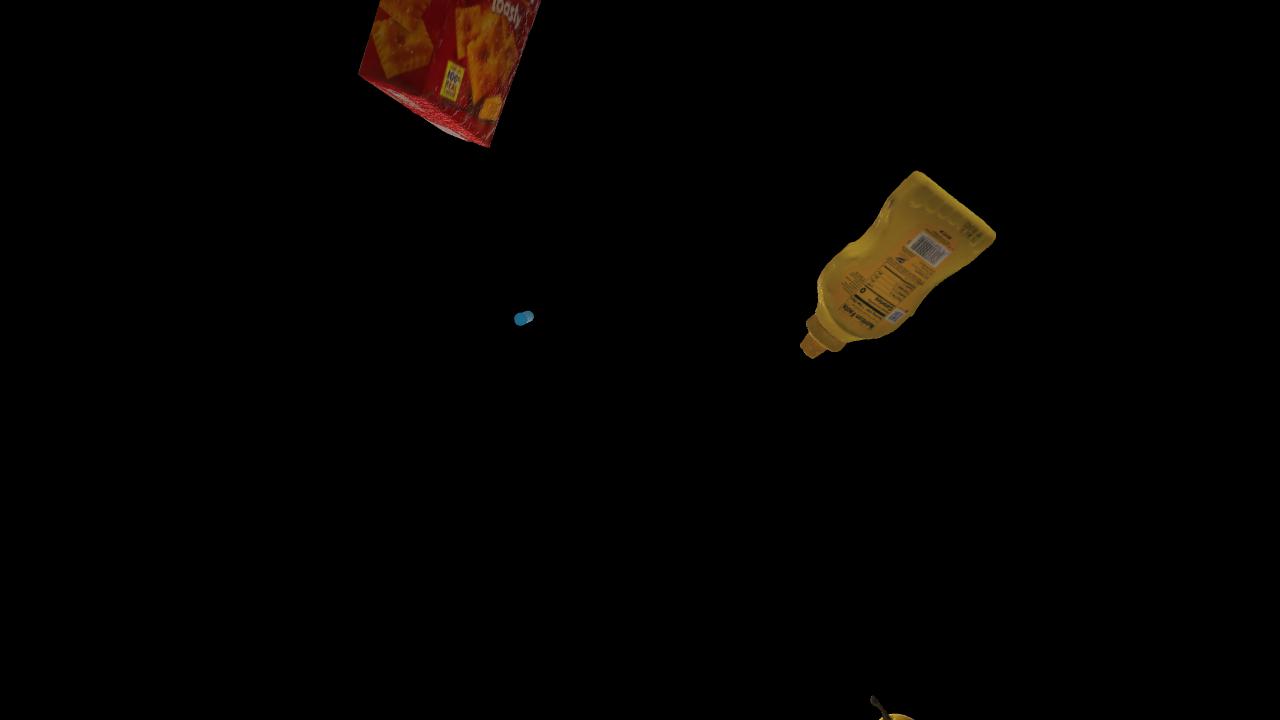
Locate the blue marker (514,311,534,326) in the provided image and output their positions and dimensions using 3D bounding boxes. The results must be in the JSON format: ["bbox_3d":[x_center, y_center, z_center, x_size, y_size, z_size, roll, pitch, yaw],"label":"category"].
[{"bbox_3d":[-0.177,-0.064,0.939,0.020,0.020,0.121,0,6,-5],"label":"blue marker"}]

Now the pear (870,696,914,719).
[{"bbox_3d":[0.175,0.262,0.389,0.080,0.111,0.080,-14,-11,-3],"label":"pear"}]

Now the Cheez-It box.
[{"bbox_3d":[-0.163,-0.337,0.584,0.071,0.223,0.166,22,6,5],"label":"Cheez-It box"}]

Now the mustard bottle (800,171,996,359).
[{"bbox_3d":[0.211,-0.068,0.549,0.092,0.184,0.054,28,31,-19],"label":"mustard bottle"}]
